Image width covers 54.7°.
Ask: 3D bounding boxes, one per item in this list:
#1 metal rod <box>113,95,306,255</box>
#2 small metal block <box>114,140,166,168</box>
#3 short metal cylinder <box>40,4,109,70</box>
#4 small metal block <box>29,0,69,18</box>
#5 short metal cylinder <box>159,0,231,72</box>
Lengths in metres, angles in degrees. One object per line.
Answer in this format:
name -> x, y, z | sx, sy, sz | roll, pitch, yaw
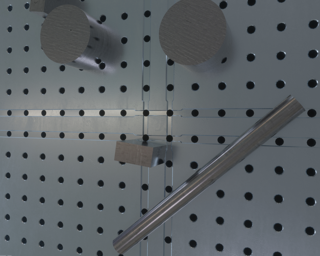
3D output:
metal rod -> 0.051, 0.068, 0.394 | 0.299, 0.025, 0.025 | -42, 77, 15
small metal block -> -0.025, 0.032, 0.408 | 0.050, 0.050, 0.025 | 9, 93, 19
short metal cylinder -> -0.121, -0.127, 0.442 | 0.080, 0.050, 0.079 | 0, 90, 20
small metal block -> -0.161, -0.188, 0.456 | 0.025, 0.050, 0.050 | 11, 94, 20
short metal cylinder -> 0.045, -0.113, 0.383 | 0.080, 0.050, 0.079 | 0, 90, 19
